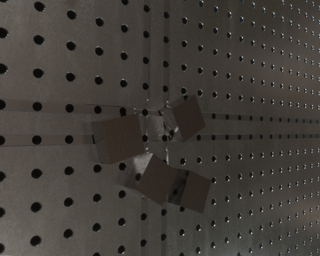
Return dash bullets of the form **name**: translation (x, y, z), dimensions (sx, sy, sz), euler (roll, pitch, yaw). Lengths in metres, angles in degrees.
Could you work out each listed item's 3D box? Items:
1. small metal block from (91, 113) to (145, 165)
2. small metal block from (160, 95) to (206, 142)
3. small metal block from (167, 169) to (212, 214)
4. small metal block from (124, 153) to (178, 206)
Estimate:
- **small metal block**: translation (-0.049, 0.011, 0.369), dimensions (0.050, 0.025, 0.050), euler (-17, 101, -39)
- **small metal block**: translation (0.033, -0.014, 0.439), dimensions (0.050, 0.025, 0.050), euler (-34, 111, -35)
- **small metal block**: translation (0.044, 0.091, 0.448), dimensions (0.050, 0.025, 0.050), euler (29, 72, -37)
- **small metal block**: translation (-0.011, 0.066, 0.402), dimensions (0.050, 0.025, 0.050), euler (40, 65, -33)
